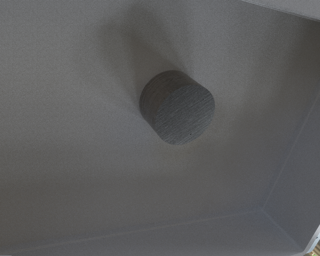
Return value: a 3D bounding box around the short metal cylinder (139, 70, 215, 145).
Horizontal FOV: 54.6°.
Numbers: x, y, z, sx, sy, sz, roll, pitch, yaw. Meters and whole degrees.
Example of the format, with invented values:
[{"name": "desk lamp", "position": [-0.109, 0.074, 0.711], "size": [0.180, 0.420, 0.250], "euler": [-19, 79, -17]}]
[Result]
[{"name": "short metal cylinder", "position": [0.021, -0.026, 0.387], "size": [0.081, 0.050, 0.080], "euler": [-14, 124, -21]}]
